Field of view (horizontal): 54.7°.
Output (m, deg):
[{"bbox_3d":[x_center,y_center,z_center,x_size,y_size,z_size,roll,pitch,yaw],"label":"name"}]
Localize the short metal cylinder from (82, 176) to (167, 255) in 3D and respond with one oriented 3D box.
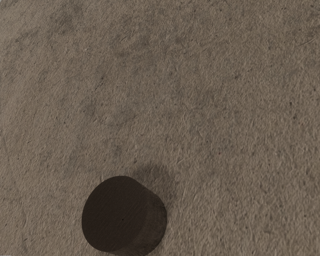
[{"bbox_3d":[-0.039,0.100,0.346,0.080,0.050,0.080,-13,56,20],"label":"short metal cylinder"}]
